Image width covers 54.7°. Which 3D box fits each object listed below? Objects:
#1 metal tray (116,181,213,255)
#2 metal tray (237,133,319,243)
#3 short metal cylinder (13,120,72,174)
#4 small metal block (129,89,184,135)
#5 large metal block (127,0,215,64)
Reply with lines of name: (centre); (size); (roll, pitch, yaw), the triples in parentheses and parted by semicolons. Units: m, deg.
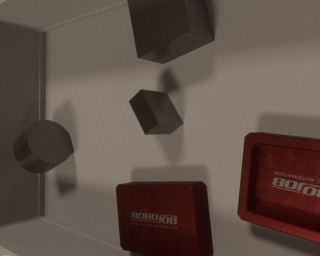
metal tray: (0.001, 0.116, 0.401); (0.130, 0.030, 0.089); (-9, 85, 39)
metal tray: (0.142, 0.055, 0.285); (0.130, 0.030, 0.089); (7, 95, 39)
short metal cylinder: (-0.200, 0.033, 0.533); (0.050, 0.081, 0.080); (-30, 71, 36)
small metal block: (-0.004, -0.020, 0.392); (0.025, 0.050, 0.050); (-41, 66, 32)
large metal block: (0.012, -0.134, 0.379); (0.080, 0.050, 0.080); (-17, 80, 38)
